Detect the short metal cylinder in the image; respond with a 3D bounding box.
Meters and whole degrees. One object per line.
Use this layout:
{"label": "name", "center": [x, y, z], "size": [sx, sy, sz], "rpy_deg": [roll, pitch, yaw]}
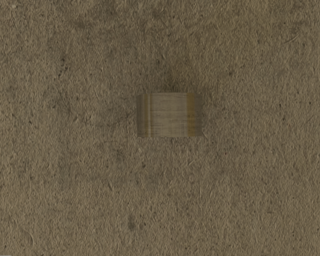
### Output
{"label": "short metal cylinder", "center": [0.011, -0.015, 0.384], "size": [0.081, 0.080, 0.050], "rpy_deg": [-1, 90, -1]}
